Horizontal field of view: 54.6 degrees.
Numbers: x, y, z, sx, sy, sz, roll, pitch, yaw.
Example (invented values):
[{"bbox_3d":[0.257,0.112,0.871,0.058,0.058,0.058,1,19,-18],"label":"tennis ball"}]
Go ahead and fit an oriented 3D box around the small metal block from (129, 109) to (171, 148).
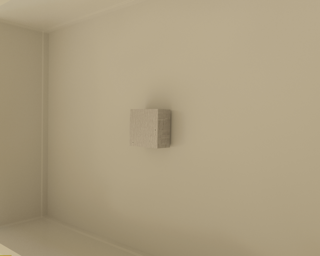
[{"bbox_3d":[-0.014,0.000,0.415,0.050,0.025,0.050,2,92,40],"label":"small metal block"}]
